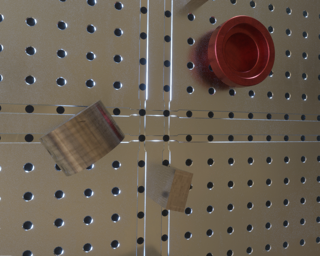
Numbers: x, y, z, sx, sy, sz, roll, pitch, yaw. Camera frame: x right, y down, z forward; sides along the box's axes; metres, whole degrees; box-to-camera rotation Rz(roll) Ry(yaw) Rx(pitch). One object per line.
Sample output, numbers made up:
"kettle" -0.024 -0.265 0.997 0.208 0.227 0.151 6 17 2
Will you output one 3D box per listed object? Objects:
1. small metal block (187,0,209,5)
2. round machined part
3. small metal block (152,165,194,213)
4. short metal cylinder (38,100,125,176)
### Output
"small metal block" 0.057 -0.202 0.421 0.025 0.050 0.050 -5 92 -20
"round machined part" 0.112 -0.107 0.446 0.099 0.042 0.097 0 90 -21
"small metal block" 0.016 0.078 0.406 0.025 0.050 0.050 17 85 -20
"short metal cylinder" -0.087 0.010 0.352 0.080 0.080 0.050 -36 102 -17
